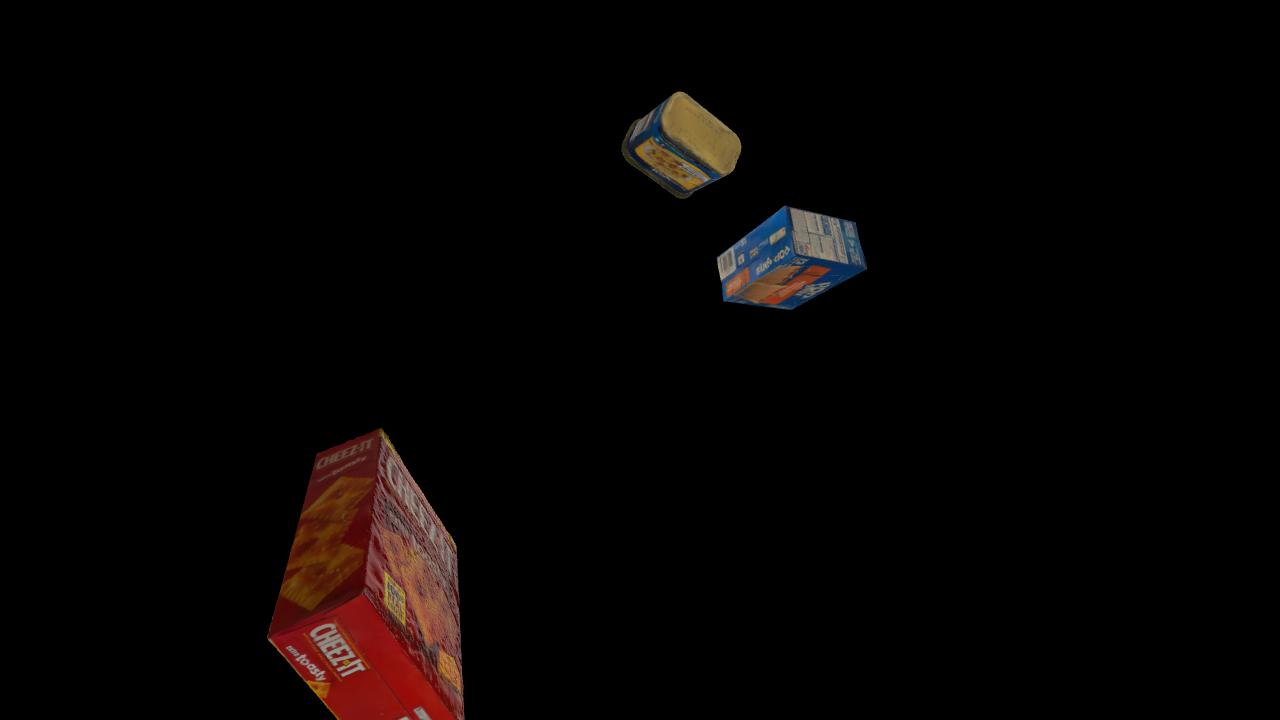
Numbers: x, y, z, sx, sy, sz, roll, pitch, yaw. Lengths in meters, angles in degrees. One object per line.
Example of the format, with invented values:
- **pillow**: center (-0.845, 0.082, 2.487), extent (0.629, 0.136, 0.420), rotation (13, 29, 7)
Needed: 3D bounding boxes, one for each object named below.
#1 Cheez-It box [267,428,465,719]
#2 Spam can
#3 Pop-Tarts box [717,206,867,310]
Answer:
- **Cheez-It box**: center (-0.211, 0.183, 0.510), extent (0.071, 0.166, 0.223), rotation (-23, 28, -9)
- **Spam can**: center (0.045, -0.229, 0.662), extent (0.101, 0.058, 0.085), rotation (28, -14, -24)
- **Pop-Tarts box**: center (0.225, -0.147, 0.933), extent (0.141, 0.083, 0.167), rotation (4, -19, -29)
